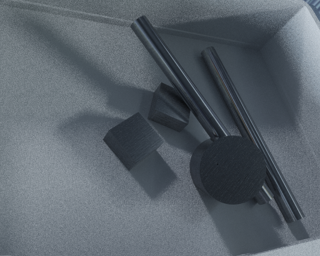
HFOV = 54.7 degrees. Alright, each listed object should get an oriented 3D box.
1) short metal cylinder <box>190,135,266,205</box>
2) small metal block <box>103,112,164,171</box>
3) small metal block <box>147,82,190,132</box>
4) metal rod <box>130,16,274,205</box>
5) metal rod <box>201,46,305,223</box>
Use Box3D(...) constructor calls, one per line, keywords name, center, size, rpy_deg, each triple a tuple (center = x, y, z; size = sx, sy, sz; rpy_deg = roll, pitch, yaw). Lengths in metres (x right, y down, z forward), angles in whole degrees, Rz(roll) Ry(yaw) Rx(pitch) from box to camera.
Box3D(name="short metal cylinder", center=(0.082, 0.050, 0.383), size=(0.081, 0.050, 0.080), rpy_deg=(1, 86, -8))
Box3D(name="small metal block", center=(-0.032, 0.016, 0.380), size=(0.050, 0.025, 0.050), rpy_deg=(49, 51, 6))
Box3D(name="small metal block", center=(0.015, -0.029, 0.433), size=(0.050, 0.025, 0.050), rpy_deg=(23, 53, -15))
Box3D(name="metal rod", center=(0.058, -0.023, 0.423), size=(0.025, 0.025, 0.299), rpy_deg=(-37, 92, -39))
Box3D(name="metal rod", center=(0.136, -0.002, 0.482), size=(0.025, 0.025, 0.299), rpy_deg=(-10, 67, -33))
